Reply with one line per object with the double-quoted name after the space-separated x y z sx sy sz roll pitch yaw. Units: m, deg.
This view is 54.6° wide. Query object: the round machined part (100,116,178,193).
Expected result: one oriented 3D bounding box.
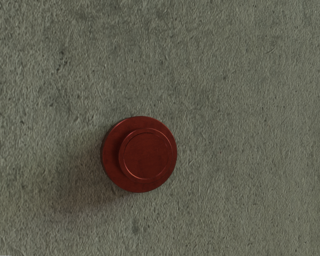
-0.023 0.033 0.391 0.099 0.042 0.097 0 90 -20 "round machined part"
